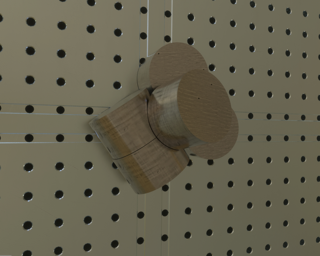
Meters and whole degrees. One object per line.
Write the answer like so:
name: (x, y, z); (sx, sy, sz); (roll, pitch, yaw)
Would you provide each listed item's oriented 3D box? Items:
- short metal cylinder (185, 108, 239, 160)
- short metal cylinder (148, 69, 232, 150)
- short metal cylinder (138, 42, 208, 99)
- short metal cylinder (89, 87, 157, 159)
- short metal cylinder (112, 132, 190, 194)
short metal cylinder: (0.058, 0.001, 0.421); (0.081, 0.050, 0.079); (0, 90, -21)
short metal cylinder: (0.034, -0.019, 0.344); (0.081, 0.050, 0.080); (11, 72, -36)
short metal cylinder: (0.016, -0.066, 0.405); (0.081, 0.050, 0.079); (0, 90, -21)
short metal cylinder: (-0.037, -0.007, 0.371); (0.080, 0.080, 0.050); (-36, 102, -17)
short metal cylinder: (-0.011, 0.036, 0.380); (0.080, 0.080, 0.050); (-35, 102, -17)
